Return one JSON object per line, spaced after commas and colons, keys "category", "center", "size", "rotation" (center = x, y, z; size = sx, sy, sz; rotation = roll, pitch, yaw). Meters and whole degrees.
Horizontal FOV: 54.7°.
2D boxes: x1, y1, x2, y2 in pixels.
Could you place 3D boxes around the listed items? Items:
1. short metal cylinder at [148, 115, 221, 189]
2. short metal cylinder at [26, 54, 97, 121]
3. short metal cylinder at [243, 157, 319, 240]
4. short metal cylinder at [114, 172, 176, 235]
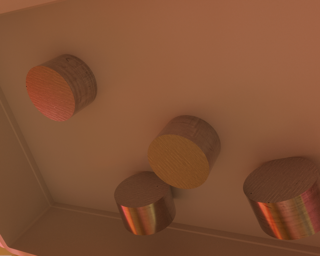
{"category": "short metal cylinder", "center": [0.031, 0.030, 0.395], "size": [0.080, 0.050, 0.079], "rotation": [13, 124, 21]}
{"category": "short metal cylinder", "center": [-0.135, -0.056, 0.429], "size": [0.080, 0.050, 0.079], "rotation": [13, 124, 21]}
{"category": "short metal cylinder", "center": [0.141, 0.076, 0.346], "size": [0.080, 0.080, 0.050], "rotation": [-16, 110, 34]}
{"category": "short metal cylinder", "center": [-0.021, 0.108, 0.451], "size": [0.080, 0.080, 0.050], "rotation": [2, 119, 27]}
